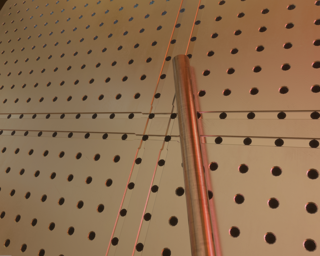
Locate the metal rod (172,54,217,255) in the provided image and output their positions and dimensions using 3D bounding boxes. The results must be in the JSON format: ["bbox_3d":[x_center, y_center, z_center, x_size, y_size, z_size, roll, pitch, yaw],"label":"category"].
[{"bbox_3d":[0.038,0.027,0.372,0.025,0.025,0.300,-16,55,19],"label":"metal rod"}]
